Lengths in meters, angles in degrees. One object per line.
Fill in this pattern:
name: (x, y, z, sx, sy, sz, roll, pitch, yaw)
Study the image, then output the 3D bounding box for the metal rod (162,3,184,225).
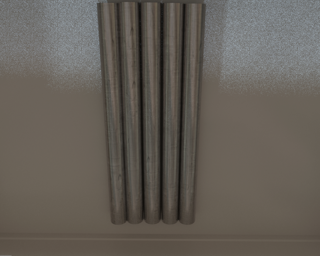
metal rod: (0.015, -0.004, 0.408, 0.025, 0.025, 0.298, 0, 110, 0)

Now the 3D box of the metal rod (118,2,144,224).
metal rod: (-0.036, -0.005, 0.408, 0.025, 0.025, 0.298, 0, 110, 0)

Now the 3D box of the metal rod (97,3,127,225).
metal rod: (-0.060, -0.004, 0.408, 0.025, 0.025, 0.298, 0, 110, 0)

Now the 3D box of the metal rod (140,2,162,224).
metal rod: (-0.011, -0.005, 0.408, 0.025, 0.025, 0.298, 0, 110, 0)

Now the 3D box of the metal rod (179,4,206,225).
metal rod: (0.040, -0.004, 0.409, 0.025, 0.025, 0.298, 0, 110, 0)
